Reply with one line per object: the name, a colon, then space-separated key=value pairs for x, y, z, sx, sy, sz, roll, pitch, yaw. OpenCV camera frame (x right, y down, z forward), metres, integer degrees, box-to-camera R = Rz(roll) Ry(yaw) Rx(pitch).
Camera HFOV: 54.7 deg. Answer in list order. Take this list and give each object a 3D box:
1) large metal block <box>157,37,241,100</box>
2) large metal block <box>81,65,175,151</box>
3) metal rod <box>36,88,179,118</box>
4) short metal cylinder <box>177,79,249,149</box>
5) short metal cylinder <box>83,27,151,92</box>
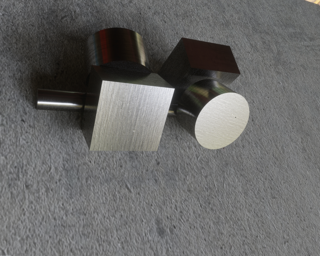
large metal block: x=0.053 y=-0.078 z=0.445 sx=0.081 sy=0.080 sz=0.050 roll=1 pitch=61 yaw=-28
large metal block: x=-0.039 y=-0.021 z=0.354 sx=0.081 sy=0.079 sz=0.050 roll=3 pitch=26 yaw=-27
metal rod: x=-0.006 y=-0.028 z=0.421 sx=0.303 sy=0.025 sz=0.025 roll=2 pitch=61 yaw=-27
short metal cylinder: x=0.069 y=-0.019 z=0.411 sx=0.081 sy=0.079 sz=0.050 roll=2 pitch=26 yaw=-27
short metal cylinder: x=-0.053 y=-0.078 z=0.388 sx=0.081 sy=0.080 sz=0.050 roll=3 pitch=60 yaw=-27
